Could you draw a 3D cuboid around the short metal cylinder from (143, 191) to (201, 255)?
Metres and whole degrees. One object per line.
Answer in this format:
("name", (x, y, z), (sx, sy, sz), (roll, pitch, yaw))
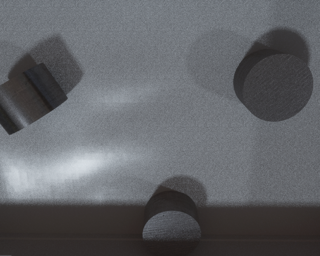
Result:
("short metal cylinder", (0.016, 0.139, 0.449), (0.081, 0.050, 0.079), (0, 110, 0))

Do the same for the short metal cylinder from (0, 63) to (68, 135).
("short metal cylinder", (-0.159, -0.035, 0.367), (0.080, 0.080, 0.050), (-28, 108, 10))

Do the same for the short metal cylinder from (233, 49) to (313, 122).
("short metal cylinder", (0.136, -0.053, 0.379), (0.081, 0.050, 0.079), (0, 110, 0))
